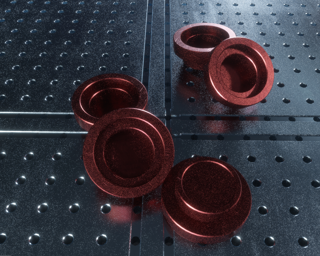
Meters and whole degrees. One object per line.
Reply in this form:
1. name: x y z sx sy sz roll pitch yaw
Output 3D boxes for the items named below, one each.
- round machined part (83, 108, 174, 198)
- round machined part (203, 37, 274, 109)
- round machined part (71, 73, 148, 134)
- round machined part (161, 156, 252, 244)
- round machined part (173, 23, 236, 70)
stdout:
1. round machined part: -0.035 0.029 0.354 0.099 0.042 0.097 1 79 -7
2. round machined part: 0.107 -0.075 0.442 0.099 0.042 0.097 2 83 -14
3. round machined part: -0.065 -0.026 0.418 0.099 0.042 0.098 0 50 0
4. round machined part: 0.051 0.070 0.338 0.099 0.042 0.098 0 50 0
5. round machined part: 0.071 -0.129 0.500 0.099 0.042 0.098 -2 43 2
